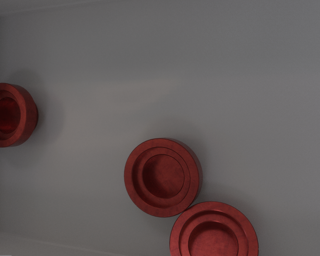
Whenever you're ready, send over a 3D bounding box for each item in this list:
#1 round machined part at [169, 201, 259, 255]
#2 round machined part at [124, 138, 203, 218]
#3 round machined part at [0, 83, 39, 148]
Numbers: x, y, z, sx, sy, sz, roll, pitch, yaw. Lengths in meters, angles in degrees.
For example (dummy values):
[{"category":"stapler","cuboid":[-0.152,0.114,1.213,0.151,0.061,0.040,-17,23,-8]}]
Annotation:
[{"category":"round machined part","cuboid":[0.062,0.140,0.363,0.098,0.042,0.098,-4,55,7]},{"category":"round machined part","cuboid":[0.007,0.061,0.399,0.098,0.042,0.097,0,90,20]},{"category":"round machined part","cuboid":[-0.231,-0.019,0.483,0.098,0.042,0.097,0,90,20]}]
